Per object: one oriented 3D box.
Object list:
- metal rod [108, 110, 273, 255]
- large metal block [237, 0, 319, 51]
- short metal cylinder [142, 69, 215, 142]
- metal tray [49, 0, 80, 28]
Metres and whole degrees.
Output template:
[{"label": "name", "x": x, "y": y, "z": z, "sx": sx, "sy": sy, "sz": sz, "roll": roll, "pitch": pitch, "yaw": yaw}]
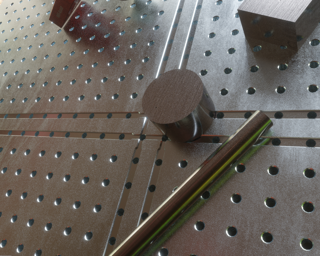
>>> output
[{"label": "metal rod", "x": 0.011, "y": 0.093, "z": 0.344, "sx": 0.300, "sy": 0.025, "sz": 0.025, "roll": -44, "pitch": 51, "yaw": -3}, {"label": "large metal block", "x": 0.162, "y": -0.157, "z": 0.403, "sx": 0.080, "sy": 0.050, "sz": 0.080, "roll": 32, "pitch": 79, "yaw": 37}, {"label": "short metal cylinder", "x": 0.024, "y": -0.028, "z": 0.396, "sx": 0.080, "sy": 0.050, "sz": 0.080, "roll": -13, "pitch": 56, "yaw": 20}, {"label": "metal tray", "x": -0.175, "y": -0.262, "z": 0.612, "sx": 0.130, "sy": 0.030, "sz": 0.090, "roll": -10, "pitch": 50, "yaw": 63}]
